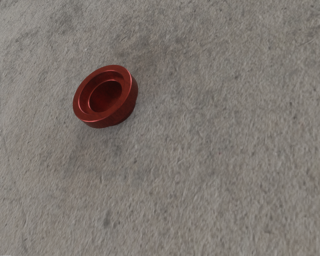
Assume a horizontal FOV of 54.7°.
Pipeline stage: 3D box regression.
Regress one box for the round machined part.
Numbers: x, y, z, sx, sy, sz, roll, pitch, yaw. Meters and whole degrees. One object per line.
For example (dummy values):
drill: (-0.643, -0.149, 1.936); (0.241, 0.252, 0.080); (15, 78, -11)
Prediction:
round machined part: (-0.075, -0.042, 0.456); (0.098, 0.042, 0.098); (-13, 56, 20)
